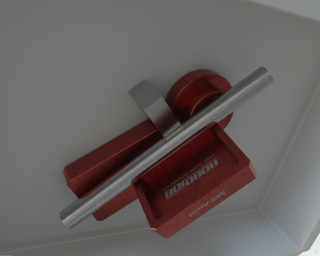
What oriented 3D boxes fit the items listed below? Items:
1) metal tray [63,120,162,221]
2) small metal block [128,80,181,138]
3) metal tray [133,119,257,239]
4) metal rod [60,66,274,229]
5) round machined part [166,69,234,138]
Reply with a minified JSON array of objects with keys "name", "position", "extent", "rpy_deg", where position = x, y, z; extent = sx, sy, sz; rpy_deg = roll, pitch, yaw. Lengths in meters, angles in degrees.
[{"name":"metal tray","position":[-0.048,0.058,0.415],"extent":[0.131,0.030,0.090],"rpy_deg":[-31,129,-9]},{"name":"small metal block","position":[-0.007,-0.024,0.374],"extent":[0.025,0.050,0.050],"rpy_deg":[-38,130,-3]},{"name":"metal tray","position":[0.036,0.057,0.372],"extent":[0.130,0.090,0.030],"rpy_deg":[-35,132,3]},{"name":"metal rod","position":[0.008,0.024,0.376],"extent":[0.301,0.025,0.025],"rpy_deg":[-36,130,1]},{"name":"round machined part","position":[0.059,-0.025,0.414],"extent":[0.099,0.042,0.097],"rpy_deg":[-14,125,-21]}]
